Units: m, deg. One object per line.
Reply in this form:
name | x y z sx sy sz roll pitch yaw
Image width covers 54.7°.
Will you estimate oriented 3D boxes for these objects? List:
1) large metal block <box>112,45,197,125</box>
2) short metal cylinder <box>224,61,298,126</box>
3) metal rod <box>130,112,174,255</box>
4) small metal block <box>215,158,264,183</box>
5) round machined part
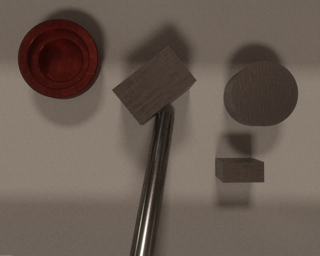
large metal block | -0.006 -0.048 0.384 0.080 0.080 0.050 -38 90 0
short metal cylinder | 0.128 -0.042 0.401 0.081 0.050 0.079 0 90 -1
metal rod | -0.015 0.110 0.334 0.025 0.025 0.300 10 58 0
small metal block | 0.101 0.054 0.400 0.050 0.050 0.025 -1 90 -1
round machined part | -0.126 -0.086 0.401 0.099 0.042 0.097 0 90 -1
